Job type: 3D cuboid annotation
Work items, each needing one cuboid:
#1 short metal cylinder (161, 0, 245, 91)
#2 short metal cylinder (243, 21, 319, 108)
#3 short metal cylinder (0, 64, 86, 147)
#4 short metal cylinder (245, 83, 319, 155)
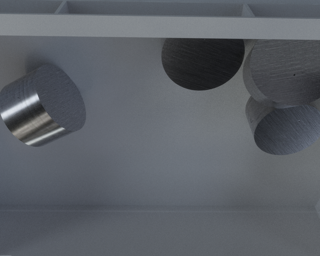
[{"bbox_3d":[0.042,-0.086,0.320,0.081,0.050,0.079,0,130,0],"label":"short metal cylinder"},{"bbox_3d":[0.129,-0.061,0.316,0.080,0.050,0.080,0,90,7],"label":"short metal cylinder"},{"bbox_3d":[-0.130,-0.025,0.351,0.050,0.080,0.080,-23,127,18],"label":"short metal cylinder"},{"bbox_3d":[0.152,-0.012,0.384,0.081,0.050,0.079,0,130,0],"label":"short metal cylinder"}]
